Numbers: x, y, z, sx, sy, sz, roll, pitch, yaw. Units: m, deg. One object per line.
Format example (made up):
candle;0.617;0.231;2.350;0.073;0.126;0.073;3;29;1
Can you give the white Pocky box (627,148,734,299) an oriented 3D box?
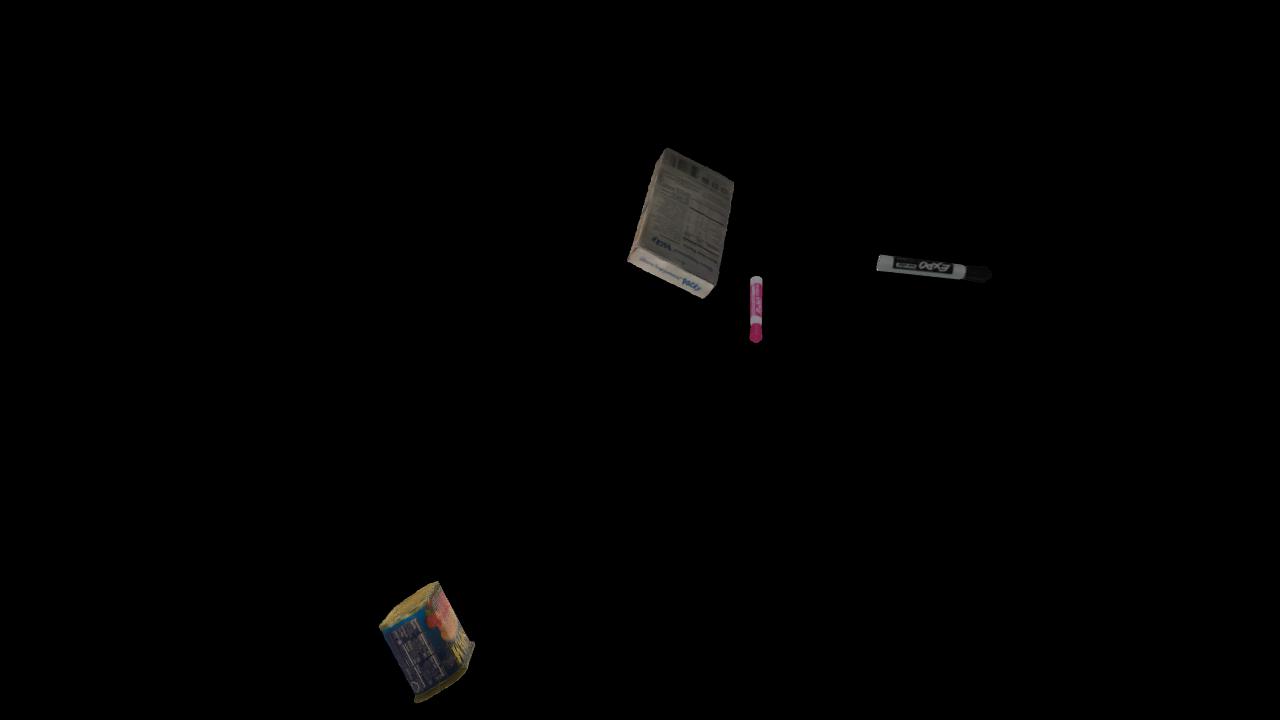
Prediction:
white Pocky box;0.044;-0.137;0.598;0.084;0.154;0.028;24;-37;-13

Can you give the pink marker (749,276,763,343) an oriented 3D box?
pink marker;0.175;-0.076;0.924;0.020;0.121;0.020;5;-35;4

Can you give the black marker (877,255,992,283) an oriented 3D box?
black marker;0.334;-0.103;0.701;0.121;0.020;0.020;9;2;11

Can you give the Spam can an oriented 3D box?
Spam can;-0.223;0.292;0.649;0.058;0.085;0.101;-29;-1;-10
